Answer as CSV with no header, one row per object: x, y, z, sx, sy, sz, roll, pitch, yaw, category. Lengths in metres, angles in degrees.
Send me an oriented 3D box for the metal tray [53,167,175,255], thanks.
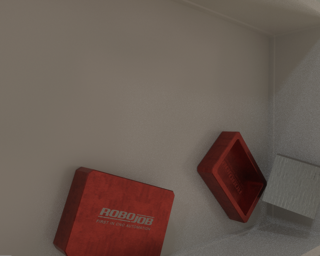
-0.047,0.105,0.366,0.131,0.030,0.090,24,75,-38,metal tray

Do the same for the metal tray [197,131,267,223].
0.123,0.080,0.509,0.090,0.030,0.130,-50,120,-29,metal tray

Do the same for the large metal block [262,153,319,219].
0.225,0.094,0.517,0.050,0.080,0.080,5,102,-67,large metal block
